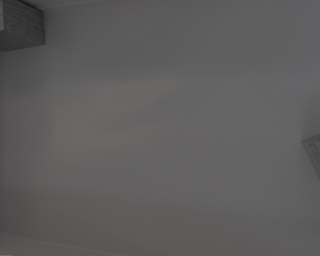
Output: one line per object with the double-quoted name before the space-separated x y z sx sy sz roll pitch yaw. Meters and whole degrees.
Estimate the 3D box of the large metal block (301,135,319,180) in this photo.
"large metal block" 0.197 0.023 0.312 0.080 0.080 0.050 -24 82 18

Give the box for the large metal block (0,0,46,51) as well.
"large metal block" -0.233 -0.153 0.464 0.080 0.080 0.050 -4 89 20
